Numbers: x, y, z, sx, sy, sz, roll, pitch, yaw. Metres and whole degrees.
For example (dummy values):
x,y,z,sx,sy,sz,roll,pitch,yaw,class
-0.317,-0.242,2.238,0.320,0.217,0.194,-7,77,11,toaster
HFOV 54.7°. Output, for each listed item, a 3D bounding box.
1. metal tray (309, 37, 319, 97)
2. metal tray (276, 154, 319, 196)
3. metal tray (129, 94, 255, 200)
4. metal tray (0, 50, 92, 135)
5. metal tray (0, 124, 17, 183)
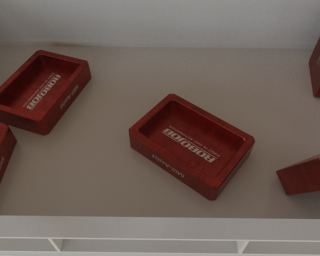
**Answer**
x,y,z,sx,sy,sz,roll,pitch,yaw,class
0.252,-0.116,0.436,0.030,0.129,0.090,10,51,8,metal tray
0.205,0.033,0.332,0.131,0.090,0.030,-18,77,-13,metal tray
0.038,0.018,0.386,0.130,0.030,0.090,32,57,24,metal tray
-0.170,-0.056,0.447,0.090,0.030,0.130,16,52,12,metal tray
-0.233,0.053,0.355,0.091,0.030,0.130,1,50,0,metal tray
